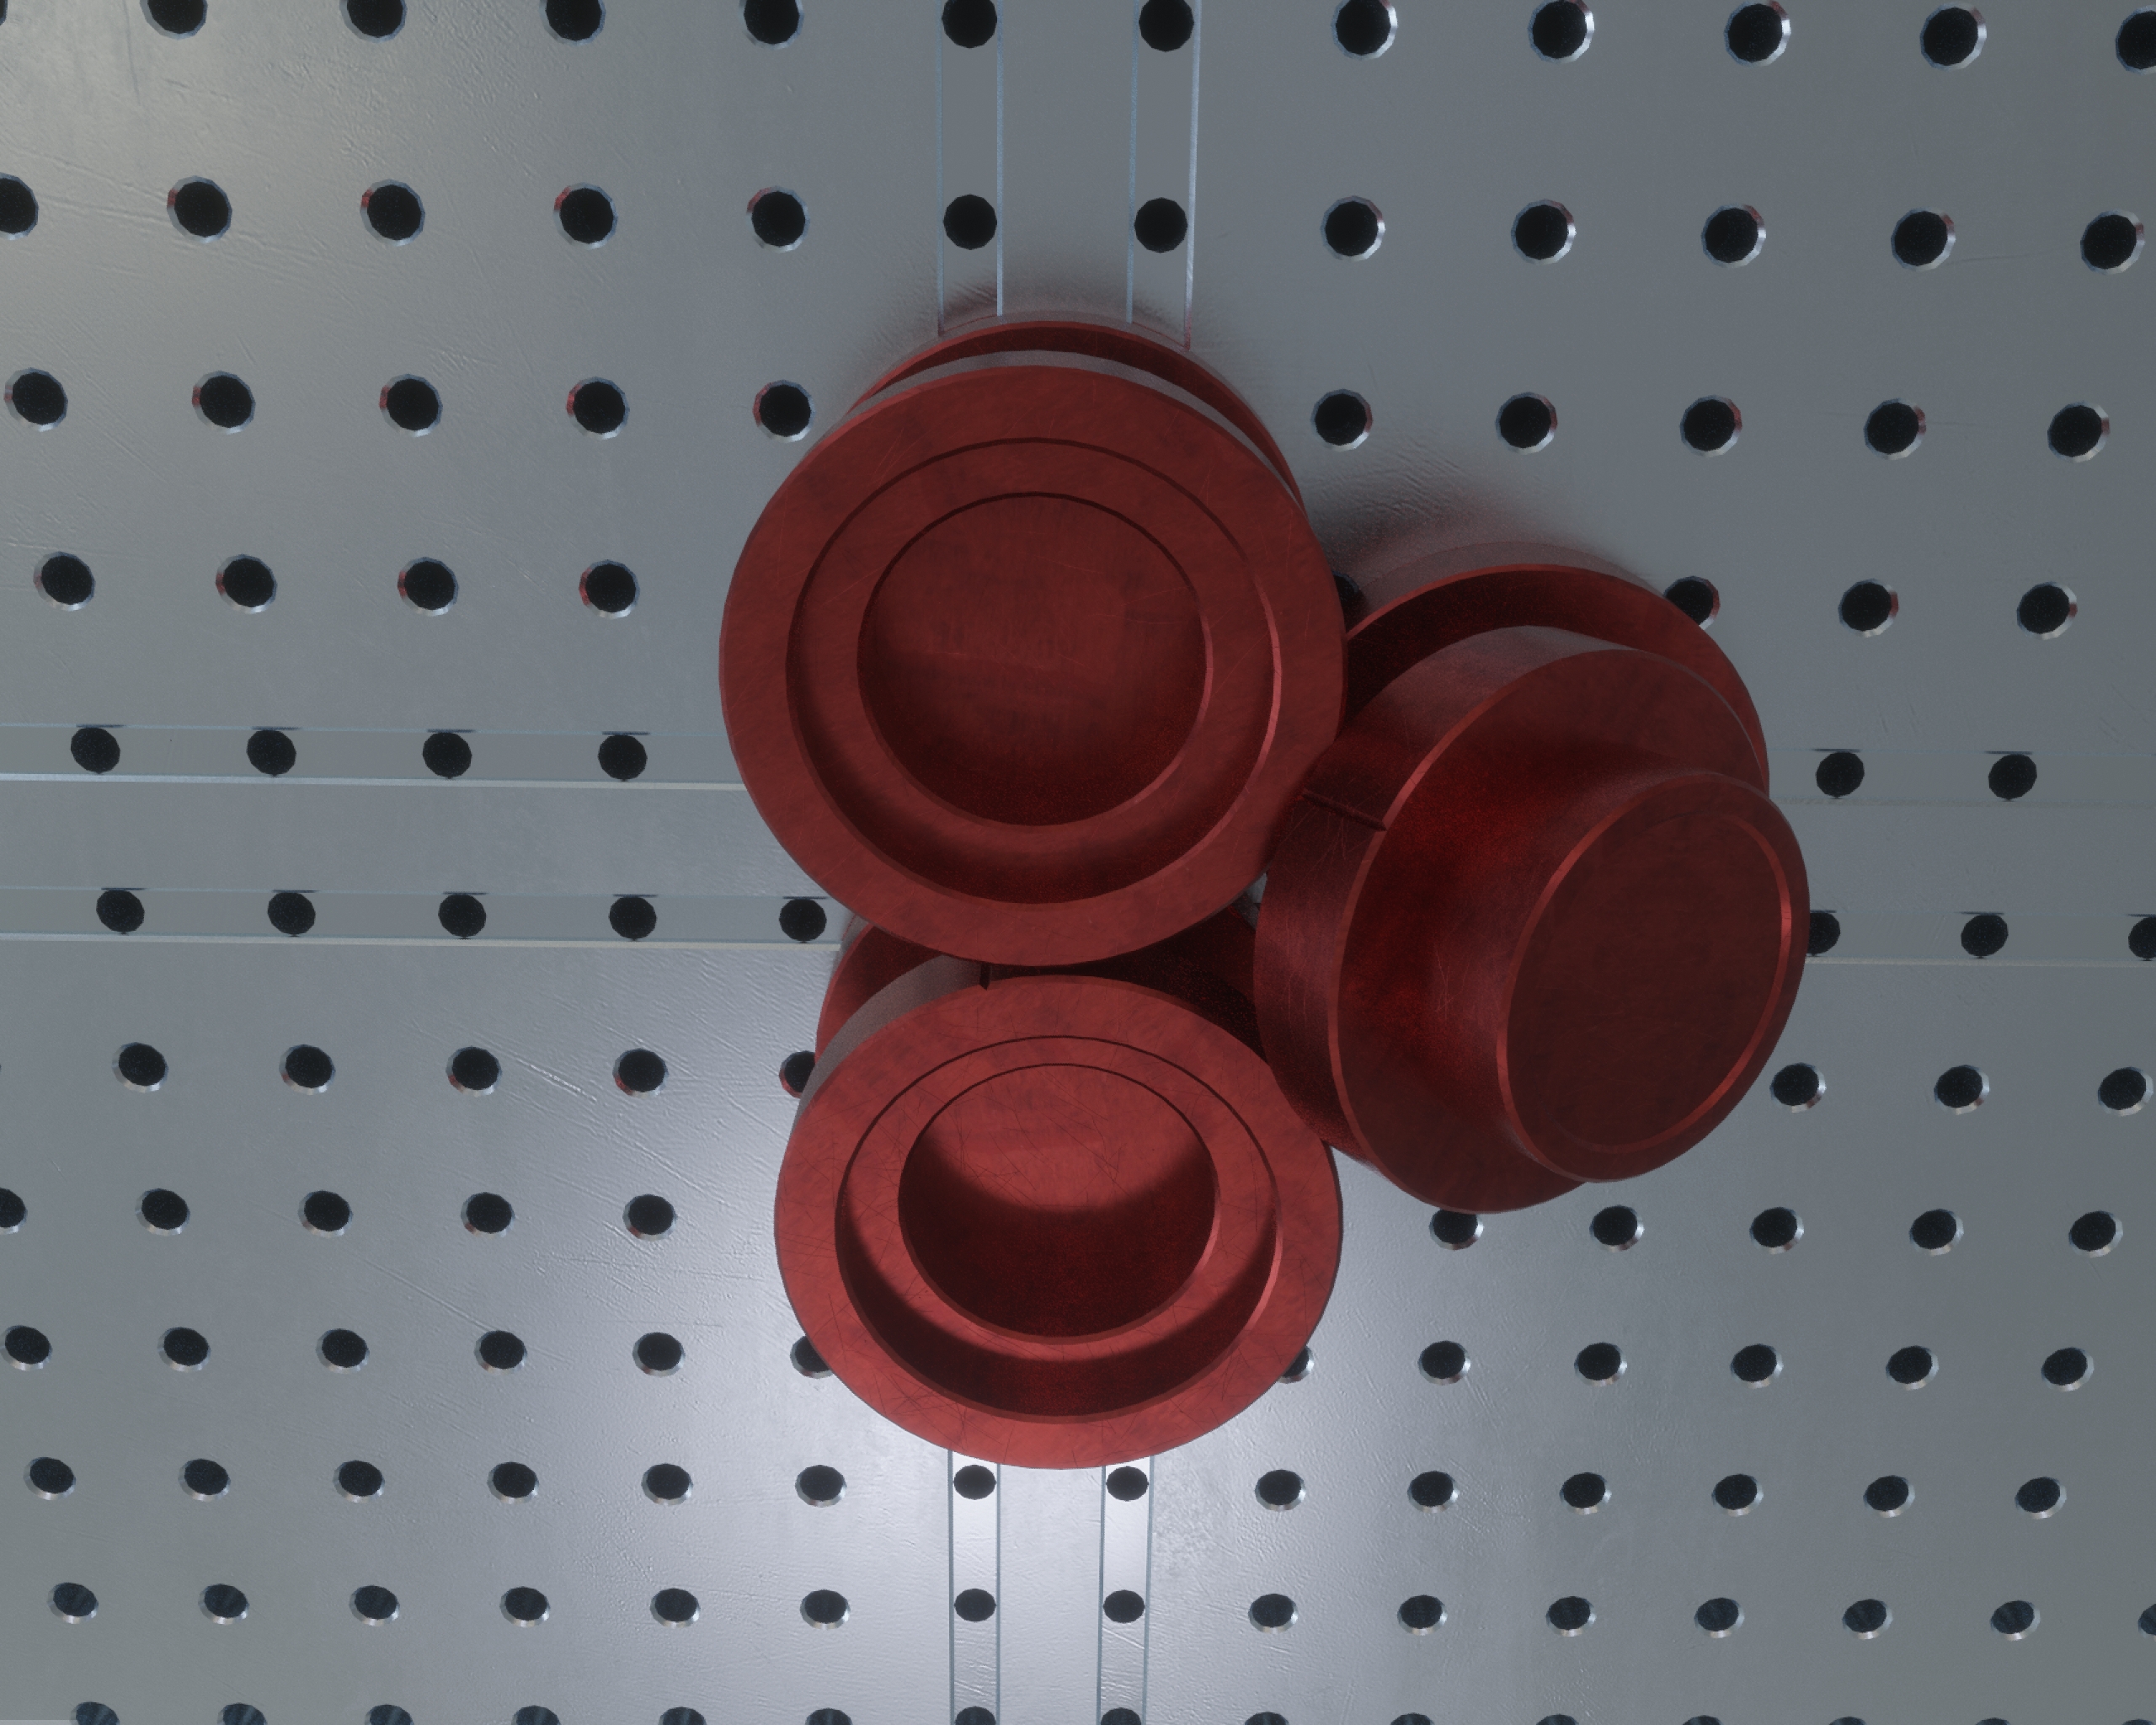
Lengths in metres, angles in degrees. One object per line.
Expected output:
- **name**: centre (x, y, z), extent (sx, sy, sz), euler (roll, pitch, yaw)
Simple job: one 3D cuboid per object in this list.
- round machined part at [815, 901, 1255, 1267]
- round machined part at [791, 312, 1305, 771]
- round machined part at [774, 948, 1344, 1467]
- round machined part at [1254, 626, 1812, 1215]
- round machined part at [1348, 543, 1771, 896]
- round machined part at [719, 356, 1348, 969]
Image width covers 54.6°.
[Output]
- **round machined part**: centre (-0.004, 0.042, 0.420), extent (0.099, 0.042, 0.097), euler (0, 110, 0)
- **round machined part**: centre (-0.005, -0.050, 0.387), extent (0.099, 0.042, 0.097), euler (0, 110, 0)
- **round machined part**: centre (-0.003, 0.057, 0.380), extent (0.099, 0.042, 0.097), euler (0, 110, 0)
- **round machined part**: centre (0.081, 0.013, 0.342), extent (0.099, 0.042, 0.097), euler (-12, 113, -30)
- **round machined part**: centre (0.084, -0.009, 0.402), extent (0.099, 0.042, 0.097), euler (0, 110, 0)
- **round machined part**: centre (-0.007, -0.035, 0.346), extent (0.099, 0.042, 0.097), euler (0, 110, 0)
